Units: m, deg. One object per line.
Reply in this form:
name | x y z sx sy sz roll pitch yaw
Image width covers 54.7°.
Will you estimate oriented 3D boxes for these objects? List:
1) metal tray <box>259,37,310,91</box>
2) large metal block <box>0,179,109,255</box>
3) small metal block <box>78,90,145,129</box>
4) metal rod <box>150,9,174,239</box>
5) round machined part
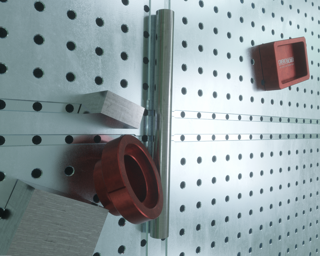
metal tray | 0.253 -0.131 0.621 0.131 0.030 0.089 -19 103 -39
large metal block | -0.109 0.104 0.302 0.080 0.050 0.080 29 73 -36
small metal block | -0.055 -0.019 0.349 0.050 0.050 0.025 25 75 -38
metal rod | 0.003 -0.006 0.413 0.025 0.025 0.298 2 89 -40
round machined part | -0.038 0.060 0.348 0.098 0.042 0.098 56 20 -32
